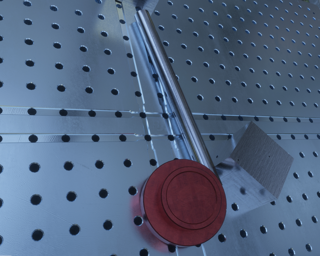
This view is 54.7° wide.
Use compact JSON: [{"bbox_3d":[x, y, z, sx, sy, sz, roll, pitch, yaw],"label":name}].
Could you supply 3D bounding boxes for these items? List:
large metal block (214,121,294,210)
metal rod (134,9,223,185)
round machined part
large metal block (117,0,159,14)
[{"bbox_3d":[0.127,0.051,0.429,0.080,0.050,0.080,42,51,0],"label":"large metal block"},{"bbox_3d":[0.020,-0.053,0.450,0.025,0.025,0.299,-7,65,-31],"label":"metal rod"},{"bbox_3d":[0.030,0.081,0.349,0.099,0.042,0.098,5,66,-12],"label":"round machined part"},{"bbox_3d":[-0.034,-0.248,0.506,0.081,0.080,0.050,14,56,-21],"label":"large metal block"}]
